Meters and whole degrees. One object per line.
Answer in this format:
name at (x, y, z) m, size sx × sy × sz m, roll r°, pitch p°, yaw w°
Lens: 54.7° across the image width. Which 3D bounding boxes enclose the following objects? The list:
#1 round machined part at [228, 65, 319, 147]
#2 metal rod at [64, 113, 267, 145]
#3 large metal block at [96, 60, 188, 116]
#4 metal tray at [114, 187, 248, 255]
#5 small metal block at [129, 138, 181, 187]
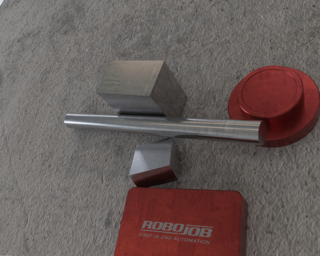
round machined part at (0.124, -0.031, 0.347) m, size 0.098 × 0.042 × 0.098 m, roll -13°, pitch 56°, yaw 21°
metal rod at (-0.019, -0.003, 0.395) m, size 0.300 × 0.025 × 0.025 m, roll 4°, pitch 64°, yaw 37°
large metal block at (-0.021, -0.043, 0.406) m, size 0.080 × 0.080 × 0.050 m, roll 7°, pitch 65°, yaw 31°
metal tray at (0.021, 0.111, 0.322) m, size 0.130 × 0.030 × 0.090 m, roll -3°, pitch 60°, yaw 26°
small metal block at (-0.005, 0.042, 0.370) m, size 0.050 × 0.025 × 0.050 m, roll -16°, pitch 33°, yaw 18°
